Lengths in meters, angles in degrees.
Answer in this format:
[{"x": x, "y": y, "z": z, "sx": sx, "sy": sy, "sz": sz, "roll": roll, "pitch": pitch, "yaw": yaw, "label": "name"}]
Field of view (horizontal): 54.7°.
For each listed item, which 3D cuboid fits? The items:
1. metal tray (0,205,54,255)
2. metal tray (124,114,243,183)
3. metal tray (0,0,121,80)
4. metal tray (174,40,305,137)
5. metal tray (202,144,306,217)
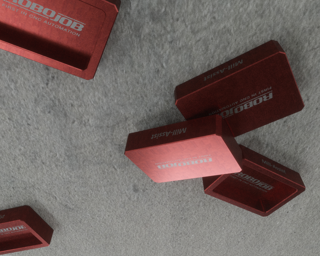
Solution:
[{"x": -0.274, "y": 0.188, "z": 0.559, "sx": 0.130, "sy": 0.030, "sz": 0.090, "roll": -14, "pitch": 129, "yaw": 11, "label": "metal tray"}, {"x": 0.031, "y": 0.032, "z": 0.405, "sx": 0.130, "sy": 0.030, "sz": 0.090, "roll": -13, "pitch": 139, "yaw": 26, "label": "metal tray"}, {"x": -0.115, "y": -0.111, "z": 0.307, "sx": 0.131, "sy": 0.030, "sz": 0.089, "roll": 19, "pitch": 128, "yaw": -16, "label": "metal tray"}, {"x": 0.094, "y": -0.036, "z": 0.375, "sx": 0.130, "sy": 0.030, "sz": 0.090, "roll": -24, "pitch": 127, "yaw": 19, "label": "metal tray"}, {"x": 0.143, "y": 0.085, "z": 0.478, "sx": 0.131, "sy": 0.030, "sz": 0.090, "roll": 25, "pitch": 126, "yaw": -20, "label": "metal tray"}]
